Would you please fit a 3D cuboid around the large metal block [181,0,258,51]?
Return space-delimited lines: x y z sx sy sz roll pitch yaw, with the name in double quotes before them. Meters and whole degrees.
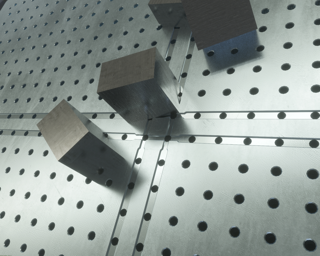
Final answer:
"large metal block" 0.080 -0.160 0.421 0.080 0.080 0.050 -17 15 19

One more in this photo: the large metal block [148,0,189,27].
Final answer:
"large metal block" 0.040 -0.212 0.502 0.080 0.050 0.080 12 68 33

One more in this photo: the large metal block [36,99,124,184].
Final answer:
"large metal block" -0.107 0.018 0.419 0.050 0.080 0.080 -45 51 -2

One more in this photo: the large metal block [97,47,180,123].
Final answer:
"large metal block" -0.026 -0.054 0.421 0.080 0.080 0.050 -11 57 22
